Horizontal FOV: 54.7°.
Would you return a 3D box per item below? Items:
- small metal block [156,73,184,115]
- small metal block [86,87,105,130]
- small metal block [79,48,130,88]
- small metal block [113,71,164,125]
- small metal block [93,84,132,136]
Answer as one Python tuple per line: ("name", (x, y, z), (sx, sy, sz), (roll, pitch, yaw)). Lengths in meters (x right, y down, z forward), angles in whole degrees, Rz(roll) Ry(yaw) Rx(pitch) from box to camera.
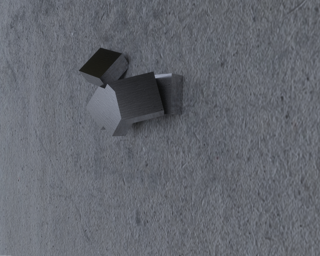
("small metal block", (0.002, -0.043, 0.403), (0.050, 0.025, 0.050), (3, 92, 39))
("small metal block", (-0.080, -0.032, 0.469), (0.050, 0.025, 0.050), (-52, 60, 27))
("small metal block", (-0.082, -0.088, 0.457), (0.050, 0.025, 0.050), (24, 68, 37))
("small metal block", (-0.026, -0.036, 0.377), (0.050, 0.025, 0.050), (-14, 78, -2))
("small metal block", (-0.058, -0.024, 0.418), (0.050, 0.025, 0.050), (45, 117, 30))
